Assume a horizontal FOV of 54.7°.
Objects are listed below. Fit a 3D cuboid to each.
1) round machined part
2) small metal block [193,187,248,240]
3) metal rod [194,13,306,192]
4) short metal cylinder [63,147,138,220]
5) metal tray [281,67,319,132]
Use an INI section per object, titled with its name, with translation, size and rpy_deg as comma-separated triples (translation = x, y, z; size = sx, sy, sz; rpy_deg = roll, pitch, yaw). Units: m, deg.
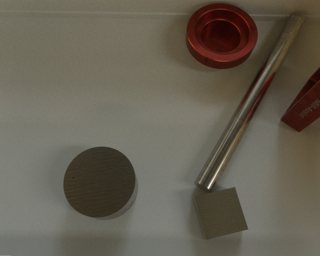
[round machined part]
translation = 0.086, -0.127, 0.448
size = 0.099, 0.042, 0.098
rpy_deg = 0, 70, -1
[small metal block]
translation = 0.071, 0.103, 0.373
size = 0.050, 0.025, 0.050
rpy_deg = -12, 71, -5
[metal rod]
translation = 0.131, -0.046, 0.428
size = 0.025, 0.025, 0.300
rpy_deg = 30, 72, 10
[short metal cylinder]
translation = -0.068, 0.067, 0.371
size = 0.081, 0.050, 0.080
rpy_deg = 0, 70, 0
[metal tray]
translation = 0.205, -0.055, 0.377
size = 0.030, 0.130, 0.090
rpy_deg = 37, 74, 12
